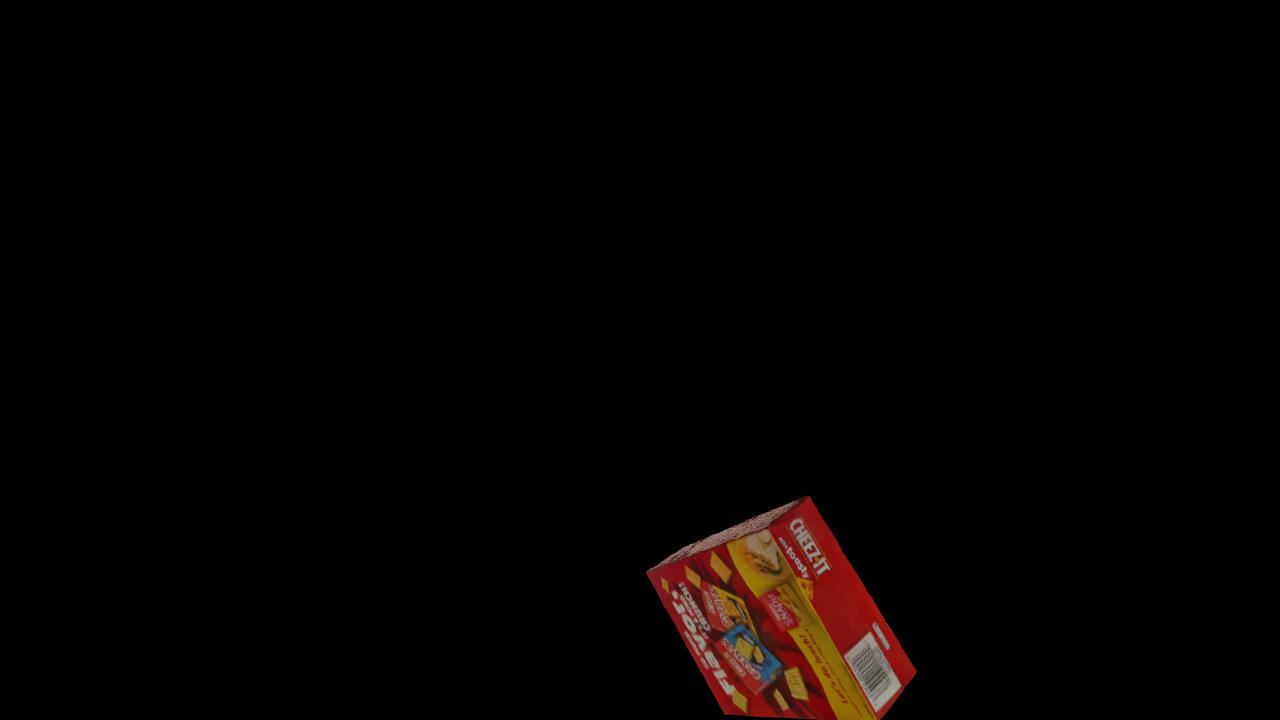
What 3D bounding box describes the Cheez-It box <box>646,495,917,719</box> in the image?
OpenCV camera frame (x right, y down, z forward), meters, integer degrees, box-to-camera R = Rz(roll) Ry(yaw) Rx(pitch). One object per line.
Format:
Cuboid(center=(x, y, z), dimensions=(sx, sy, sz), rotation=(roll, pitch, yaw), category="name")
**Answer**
Cuboid(center=(0.116, 0.241, 0.579), dimensions=(0.071, 0.166, 0.223), rotation=(-21, -15, -36), category="Cheez-It box")
